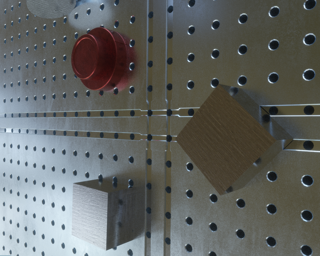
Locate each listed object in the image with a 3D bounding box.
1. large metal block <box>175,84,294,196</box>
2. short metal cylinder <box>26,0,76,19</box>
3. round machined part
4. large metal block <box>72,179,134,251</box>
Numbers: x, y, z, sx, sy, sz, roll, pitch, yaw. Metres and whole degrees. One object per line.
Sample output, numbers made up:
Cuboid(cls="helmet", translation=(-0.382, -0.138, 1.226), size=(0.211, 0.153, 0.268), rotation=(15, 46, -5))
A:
Cuboid(cls="large metal block", translation=(0.076, 0.012, 0.330), size=(0.080, 0.050, 0.080), rotation=(52, 120, 27))
Cuboid(cls="short metal cylinder", translation=(-0.190, -0.234, 0.531), size=(0.080, 0.081, 0.050), rotation=(-28, 73, 36))
Cuboid(cls="round machined part", translation=(-0.101, -0.108, 0.482), size=(0.098, 0.042, 0.097), rotation=(0, 91, 40))
Cuboid(cls="large metal block", translation=(-0.086, 0.125, 0.465), size=(0.080, 0.050, 0.079), rotation=(4, 92, 40))
